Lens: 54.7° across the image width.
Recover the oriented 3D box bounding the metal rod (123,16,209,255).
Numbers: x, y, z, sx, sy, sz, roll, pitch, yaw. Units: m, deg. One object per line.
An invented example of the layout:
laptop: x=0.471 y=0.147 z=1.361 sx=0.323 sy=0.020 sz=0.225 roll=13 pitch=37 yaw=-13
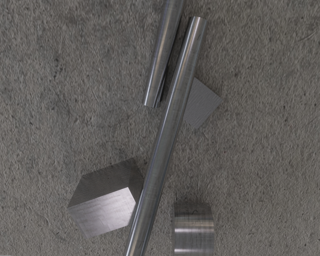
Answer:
metal rod: x=0.006 y=0.018 z=0.364 sx=0.025 sy=0.025 sz=0.298 roll=16 pitch=90 yaw=-6

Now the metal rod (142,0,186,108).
metal rod: x=0.022 y=-0.167 z=0.348 sx=0.025 sy=0.025 sz=0.298 roll=12 pitch=110 yaw=-5

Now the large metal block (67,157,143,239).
large metal block: x=-0.066 y=0.091 z=0.413 sx=0.080 sy=0.080 sz=0.050 roll=-20 pitch=109 yaw=7

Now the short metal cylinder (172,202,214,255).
short metal cylinder: x=0.044 y=0.145 z=0.435 sx=0.050 sy=0.080 sz=0.079 roll=1 pitch=110 yaw=-1

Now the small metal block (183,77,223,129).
small metal block: x=0.043 y=-0.035 z=0.397 sx=0.050 sy=0.025 sz=0.050 roll=37 pitch=106 yaw=-13
